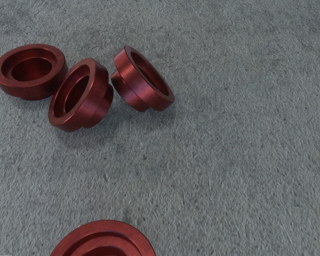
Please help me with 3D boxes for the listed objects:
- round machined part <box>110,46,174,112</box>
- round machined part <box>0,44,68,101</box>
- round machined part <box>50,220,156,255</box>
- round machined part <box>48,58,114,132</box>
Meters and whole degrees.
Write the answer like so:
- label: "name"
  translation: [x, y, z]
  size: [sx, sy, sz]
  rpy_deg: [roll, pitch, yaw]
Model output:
- label: "round machined part"
  translation: [-0.028, -0.060, 0.419]
  size: [0.042, 0.098, 0.098]
  rpy_deg: [-39, 51, 17]
- label: "round machined part"
  translation: [-0.185, -0.078, 0.456]
  size: [0.099, 0.042, 0.098]
  rpy_deg: [0, 50, 0]
- label: "round machined part"
  translation: [-0.050, 0.137, 0.277]
  size: [0.099, 0.042, 0.098]
  rpy_deg: [0, 50, 0]
- label: "round machined part"
  translation: [-0.098, -0.038, 0.402]
  size: [0.098, 0.042, 0.098]
  rpy_deg: [-26, 48, 33]
